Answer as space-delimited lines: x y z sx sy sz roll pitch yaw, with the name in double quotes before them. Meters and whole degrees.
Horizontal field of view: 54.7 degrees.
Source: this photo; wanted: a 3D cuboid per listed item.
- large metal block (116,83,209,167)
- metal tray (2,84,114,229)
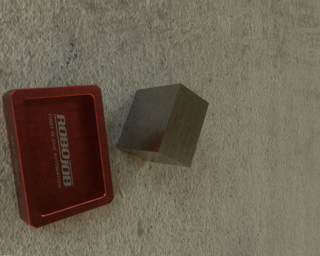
"large metal block" 0.002 -0.003 0.371 0.050 0.080 0.080 29 72 -36
"metal tray" -0.100 0.024 0.317 0.091 0.030 0.129 -10 97 -40
